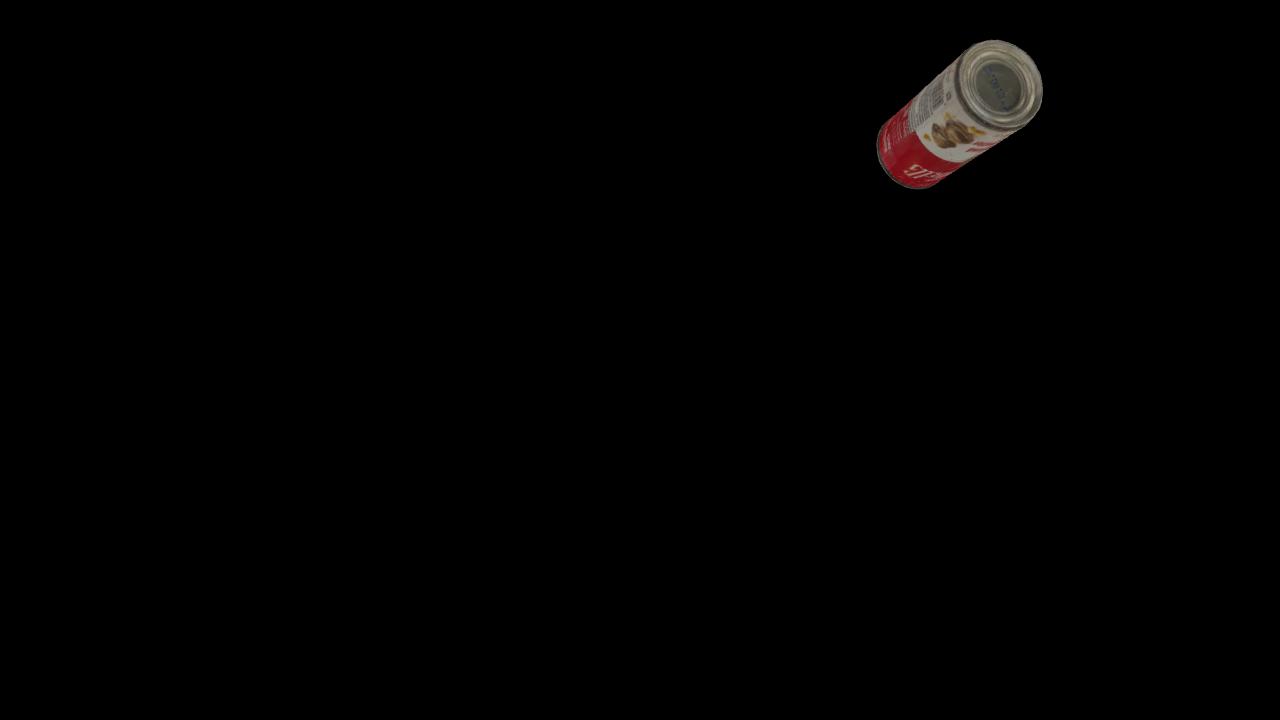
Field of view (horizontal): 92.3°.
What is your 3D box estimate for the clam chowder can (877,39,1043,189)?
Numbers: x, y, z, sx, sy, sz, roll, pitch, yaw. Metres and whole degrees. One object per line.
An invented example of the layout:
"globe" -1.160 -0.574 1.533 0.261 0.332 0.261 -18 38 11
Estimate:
"clam chowder can" 0.237 -0.181 0.465 0.068 0.068 0.102 0 -8 -9
